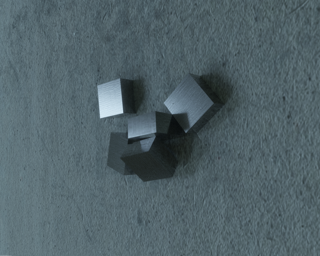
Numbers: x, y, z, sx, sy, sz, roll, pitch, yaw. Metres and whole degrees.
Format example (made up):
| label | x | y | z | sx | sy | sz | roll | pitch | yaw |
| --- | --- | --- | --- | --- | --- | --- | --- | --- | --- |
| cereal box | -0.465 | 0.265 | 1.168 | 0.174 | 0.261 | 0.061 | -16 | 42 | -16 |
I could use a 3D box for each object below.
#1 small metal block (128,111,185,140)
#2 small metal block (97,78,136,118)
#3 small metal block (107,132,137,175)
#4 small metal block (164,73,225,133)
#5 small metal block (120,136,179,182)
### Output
| label | x | y | z | sx | sy | sz | roll | pitch | yaw |
| --- | --- | --- | --- | --- | --- | --- | --- | --- | --- |
| small metal block | -0.005 | -0.001 | 0.389 | 0.050 | 0.050 | 0.025 | -13 | 75 | 43 |
| small metal block | -0.065 | -0.042 | 0.459 | 0.050 | 0.025 | 0.050 | -10 | 84 | 39 |
| small metal block | -0.050 | 0.035 | 0.439 | 0.050 | 0.025 | 0.050 | 16 | 101 | 52 |
| small metal block | 0.040 | -0.029 | 0.372 | 0.050 | 0.025 | 0.050 | -49 | 61 | 28 |
| small metal block | -0.013 | 0.041 | 0.398 | 0.050 | 0.050 | 0.025 | -17 | 34 | 38 |
